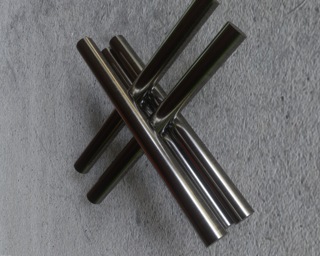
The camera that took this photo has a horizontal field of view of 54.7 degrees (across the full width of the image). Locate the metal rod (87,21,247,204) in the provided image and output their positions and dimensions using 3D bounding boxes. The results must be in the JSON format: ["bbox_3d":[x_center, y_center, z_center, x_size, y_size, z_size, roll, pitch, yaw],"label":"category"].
[{"bbox_3d":[-0.009,0.001,0.379,0.299,0.025,0.025,-49,61,28],"label":"metal rod"}]

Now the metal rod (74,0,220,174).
[{"bbox_3d":[-0.032,-0.040,0.398,0.299,0.025,0.025,-49,61,28],"label":"metal rod"}]

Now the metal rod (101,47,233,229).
[{"bbox_3d":[-0.002,-0.001,0.406,0.025,0.025,0.299,-49,61,28],"label":"metal rod"}]

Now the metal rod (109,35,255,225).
[{"bbox_3d":[0.014,-0.015,0.393,0.025,0.025,0.299,-49,61,28],"label":"metal rod"}]

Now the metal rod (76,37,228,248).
[{"bbox_3d":[-0.024,-0.003,0.359,0.025,0.025,0.299,-50,61,28],"label":"metal rod"}]
